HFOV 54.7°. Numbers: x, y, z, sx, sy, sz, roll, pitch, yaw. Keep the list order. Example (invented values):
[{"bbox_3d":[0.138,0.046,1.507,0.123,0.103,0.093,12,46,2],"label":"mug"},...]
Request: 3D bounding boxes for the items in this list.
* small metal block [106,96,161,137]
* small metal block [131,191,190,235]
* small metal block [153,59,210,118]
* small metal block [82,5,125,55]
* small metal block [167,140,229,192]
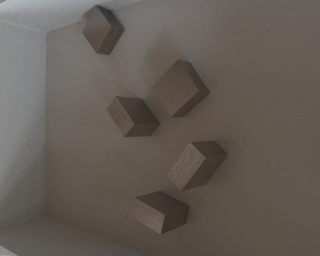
[{"bbox_3d":[-0.036,-0.015,0.418,0.025,0.050,0.050,-51,61,28],"label":"small metal block"},{"bbox_3d":[0.001,0.104,0.388,0.050,0.050,0.025,19,102,38],"label":"small metal block"},{"bbox_3d":[0.026,-0.048,0.384,0.050,0.025,0.050,-42,65,31],"label":"small metal block"},{"bbox_3d":[-0.087,-0.149,0.474,0.050,0.025,0.050,-50,63,32],"label":"small metal block"},{"bbox_3d":[0.044,0.042,0.353,0.025,0.050,0.050,46,117,30],"label":"small metal block"}]
